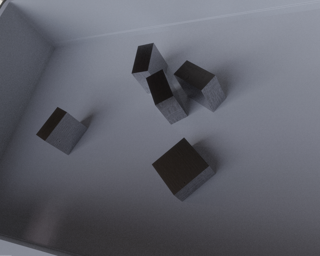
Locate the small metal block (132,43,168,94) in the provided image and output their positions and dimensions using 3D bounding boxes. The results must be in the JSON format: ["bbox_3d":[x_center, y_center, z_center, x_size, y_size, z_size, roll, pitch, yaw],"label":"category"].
[{"bbox_3d":[-0.013,-0.085,0.448,0.025,0.050,0.050,-5,60,26],"label":"small metal block"}]

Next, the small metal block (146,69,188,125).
[{"bbox_3d":[0.009,-0.040,0.409,0.025,0.050,0.050,-27,53,11],"label":"small metal block"}]

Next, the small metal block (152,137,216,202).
[{"bbox_3d":[0.027,0.048,0.361,0.050,0.025,0.050,-40,51,0],"label":"small metal block"}]

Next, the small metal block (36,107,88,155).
[{"bbox_3d":[-0.144,0.005,0.460,0.025,0.050,0.050,25,75,36],"label":"small metal block"}]

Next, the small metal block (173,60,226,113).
[{"bbox_3d":[0.051,-0.053,0.394,0.025,0.050,0.050,-48,52,-5],"label":"small metal block"}]
